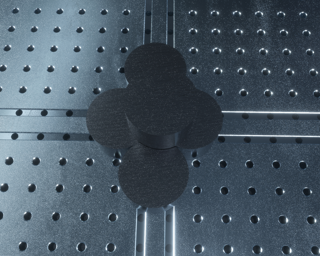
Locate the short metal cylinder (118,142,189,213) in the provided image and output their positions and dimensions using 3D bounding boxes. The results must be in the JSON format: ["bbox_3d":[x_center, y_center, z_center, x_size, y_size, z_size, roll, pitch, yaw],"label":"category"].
[{"bbox_3d":[-0.007,0.060,0.376,0.081,0.050,0.080,0,68,0],"label":"short metal cylinder"}]

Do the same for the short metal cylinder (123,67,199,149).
[{"bbox_3d":[0.001,-0.021,0.352,0.081,0.050,0.080,0,70,0],"label":"short metal cylinder"}]

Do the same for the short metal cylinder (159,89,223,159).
[{"bbox_3d":[0.036,-0.004,0.399,0.081,0.050,0.080,0,70,0],"label":"short metal cylinder"}]

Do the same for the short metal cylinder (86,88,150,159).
[{"bbox_3d":[-0.049,-0.005,0.400,0.081,0.050,0.080,0,70,0],"label":"short metal cylinder"}]

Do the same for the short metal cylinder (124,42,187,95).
[{"bbox_3d":[-0.006,-0.068,0.423,0.081,0.050,0.080,0,70,-1],"label":"short metal cylinder"}]
